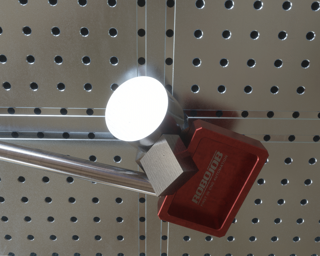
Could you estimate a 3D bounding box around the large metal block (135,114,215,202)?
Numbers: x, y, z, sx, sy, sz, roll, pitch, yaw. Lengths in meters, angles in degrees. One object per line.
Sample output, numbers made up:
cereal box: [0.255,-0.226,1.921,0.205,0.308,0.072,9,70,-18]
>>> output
large metal block: [0.025,0.042,0.414,0.080,0.050,0.080,-34,107,11]

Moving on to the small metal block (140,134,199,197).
small metal block: [0.009,0.042,0.352,0.025,0.050,0.050,4,137,-43]

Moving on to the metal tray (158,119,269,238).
metal tray: [0.061,0.064,0.379,0.091,0.030,0.129,19,109,-7]

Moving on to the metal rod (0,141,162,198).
metal rod: [-0.142,0.043,0.396,0.302,0.025,0.025,12,110,7]

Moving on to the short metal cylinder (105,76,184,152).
short metal cylinder: [-0.018,-0.015,0.372,0.080,0.080,0.050,-33,150,11]
